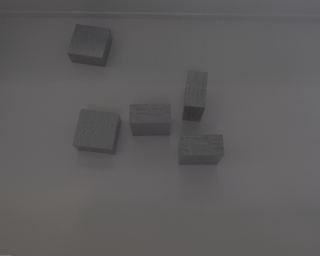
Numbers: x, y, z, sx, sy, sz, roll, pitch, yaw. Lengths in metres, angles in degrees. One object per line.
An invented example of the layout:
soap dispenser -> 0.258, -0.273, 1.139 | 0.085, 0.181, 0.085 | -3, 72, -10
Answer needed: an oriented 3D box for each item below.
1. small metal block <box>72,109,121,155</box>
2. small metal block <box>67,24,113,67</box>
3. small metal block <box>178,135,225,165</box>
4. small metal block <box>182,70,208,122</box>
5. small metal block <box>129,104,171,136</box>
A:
small metal block -> -0.081, 0.005, 0.407 | 0.050, 0.025, 0.050 | 7, 70, 2
small metal block -> -0.101, -0.120, 0.453 | 0.050, 0.025, 0.050 | 9, 70, 3
small metal block -> 0.050, 0.028, 0.386 | 0.050, 0.050, 0.025 | -1, 70, 0
small metal block -> 0.046, -0.041, 0.412 | 0.025, 0.050, 0.050 | 6, 70, 2
small metal block -> -0.012, -0.010, 0.400 | 0.050, 0.050, 0.025 | -1, 70, -1
